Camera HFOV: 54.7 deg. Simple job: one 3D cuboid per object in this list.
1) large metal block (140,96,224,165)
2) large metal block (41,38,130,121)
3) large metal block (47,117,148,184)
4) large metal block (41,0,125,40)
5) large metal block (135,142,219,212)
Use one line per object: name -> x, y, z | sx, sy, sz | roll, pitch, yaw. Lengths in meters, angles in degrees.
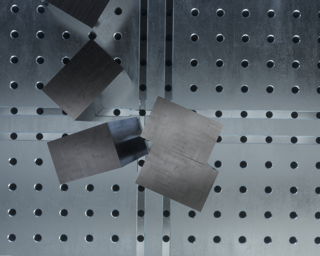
large metal block -> 0.024, 0.003, 0.386 | 0.080, 0.080, 0.050 | 24, 90, -1
large metal block -> -0.086, -0.054, 0.385 | 0.050, 0.080, 0.080 | 44, 90, -1
large metal block -> -0.071, 0.025, 0.374 | 0.080, 0.080, 0.050 | -17, 90, 19
large metal block -> -0.096, -0.175, 0.400 | 0.080, 0.050, 0.080 | 31, 90, -1
large metal block -> 0.019, 0.055, 0.386 | 0.080, 0.080, 0.050 | 24, 90, -1
